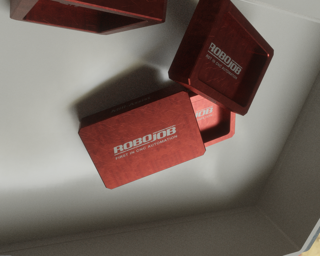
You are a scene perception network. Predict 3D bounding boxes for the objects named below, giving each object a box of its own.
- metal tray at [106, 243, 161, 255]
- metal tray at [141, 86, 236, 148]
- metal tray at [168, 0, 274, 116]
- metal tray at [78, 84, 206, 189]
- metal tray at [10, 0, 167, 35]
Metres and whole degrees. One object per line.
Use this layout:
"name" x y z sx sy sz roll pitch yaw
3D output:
"metal tray" -0.059 0.264 0.541 0.091 0.030 0.129 3 117 -31
"metal tray" 0.041 -0.011 0.422 0.131 0.030 0.089 -19 126 -18
"metal tray" 0.075 -0.074 0.348 0.131 0.030 0.090 19 96 -48
"metal tray" -0.019 0.011 0.374 0.131 0.030 0.090 -21 116 -1
"metal tray" -0.063 -0.100 0.243 0.091 0.130 0.030 1 100 -30
